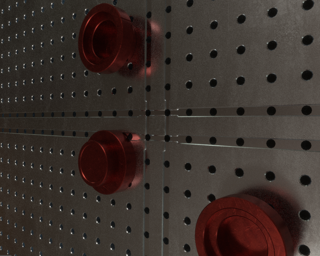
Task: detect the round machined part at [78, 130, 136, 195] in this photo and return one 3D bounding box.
[{"bbox_3d":[-0.086,0.052,0.467,0.098,0.042,0.097,0,90,39],"label":"round machined part"}]

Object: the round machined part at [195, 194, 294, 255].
[{"bbox_3d":[0.089,0.118,0.324,0.098,0.042,0.097,0,90,39],"label":"round machined part"}]

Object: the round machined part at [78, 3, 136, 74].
[{"bbox_3d":[-0.074,-0.128,0.457,0.098,0.042,0.097,0,90,39],"label":"round machined part"}]
